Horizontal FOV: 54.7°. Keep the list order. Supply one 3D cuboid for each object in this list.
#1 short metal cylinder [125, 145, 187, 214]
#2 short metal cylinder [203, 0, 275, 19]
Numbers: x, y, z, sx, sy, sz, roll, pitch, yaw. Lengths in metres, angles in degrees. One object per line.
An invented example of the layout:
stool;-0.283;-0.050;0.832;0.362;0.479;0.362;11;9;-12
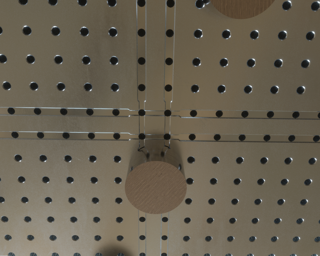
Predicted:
short metal cylinder;-0.005;0.070;0.426;0.081;0.050;0.079;0;110;-1
short metal cylinder;0.086;-0.163;0.341;0.081;0.050;0.079;0;110;-1
